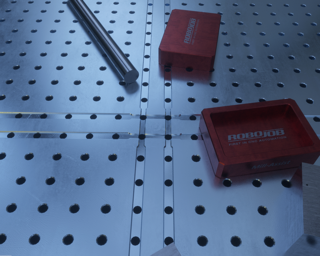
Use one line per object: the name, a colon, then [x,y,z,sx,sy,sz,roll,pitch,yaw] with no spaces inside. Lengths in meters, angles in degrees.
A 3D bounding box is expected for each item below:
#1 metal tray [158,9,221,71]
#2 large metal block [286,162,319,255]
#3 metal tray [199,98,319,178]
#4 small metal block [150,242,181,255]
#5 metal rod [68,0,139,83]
metal tray: [0.054,-0.156,0.536,0.090,0.030,0.130,9,50,7]
large metal block: [0.180,0.090,0.318,0.080,0.050,0.080,12,51,9]
metal tray: [0.125,0.010,0.397,0.131,0.030,0.090,-7,50,-7]
small metal block: [-0.004,0.135,0.278,0.050,0.050,0.025,-24,54,-19]
metal rod: [-0.115,-0.180,0.556,0.025,0.025,0.300,-23,54,-18]
